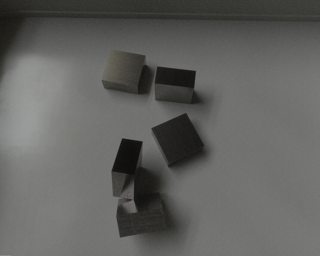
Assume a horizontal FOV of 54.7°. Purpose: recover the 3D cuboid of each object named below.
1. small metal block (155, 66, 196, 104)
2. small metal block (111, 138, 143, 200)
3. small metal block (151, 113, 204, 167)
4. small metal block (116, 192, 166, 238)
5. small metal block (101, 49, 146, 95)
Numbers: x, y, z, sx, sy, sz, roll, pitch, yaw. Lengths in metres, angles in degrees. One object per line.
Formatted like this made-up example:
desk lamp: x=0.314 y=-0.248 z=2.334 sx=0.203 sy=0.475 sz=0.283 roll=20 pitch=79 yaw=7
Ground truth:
small metal block: x=0.020 y=-0.056 z=0.417 sx=0.050 sy=0.050 sz=0.025 roll=7 pitch=70 yaw=2
small metal block: x=-0.038 y=0.049 z=0.369 sx=0.025 sy=0.050 sz=0.050 roll=9 pitch=45 yaw=3
small metal block: x=0.022 y=0.016 z=0.404 sx=0.050 sy=0.025 sz=0.050 roll=-24 pitch=72 yaw=-9
small metal block: x=-0.022 y=0.098 z=0.357 sx=0.050 sy=0.050 sz=0.025 roll=-9 pitch=98 yaw=-4
small metal block: x=-0.050 y=-0.079 z=0.438 sx=0.050 sy=0.025 sz=0.050 roll=11 pitch=70 yaw=3
